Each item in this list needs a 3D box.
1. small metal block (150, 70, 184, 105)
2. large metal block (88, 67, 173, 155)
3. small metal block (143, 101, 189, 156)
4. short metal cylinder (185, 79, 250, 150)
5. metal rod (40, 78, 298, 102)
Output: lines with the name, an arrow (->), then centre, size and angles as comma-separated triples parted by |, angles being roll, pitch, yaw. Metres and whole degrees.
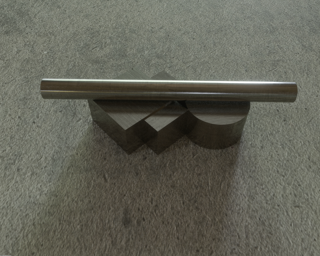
small metal block -> 0.012, -0.043, 0.425 | 0.025, 0.050, 0.050 | -35, 59, -26
large metal block -> -0.037, -0.025, 0.407 | 0.080, 0.050, 0.080 | -35, 58, -26
small metal block -> 0.007, 0.000, 0.390 | 0.050, 0.050, 0.025 | -35, 59, -26
short metal cylinder -> 0.072, -0.019, 0.404 | 0.081, 0.050, 0.080 | 0, 50, 0
metal rod -> 0.010, -0.045, 0.376 | 0.302, 0.025, 0.025 | 1, 50, 0
